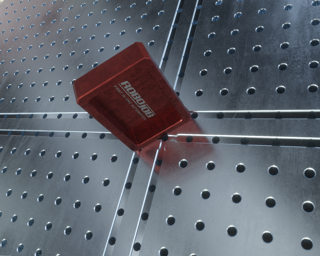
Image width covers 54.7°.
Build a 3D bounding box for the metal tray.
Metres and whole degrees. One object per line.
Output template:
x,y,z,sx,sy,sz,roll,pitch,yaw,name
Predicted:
-0.028,-0.030,0.372,0.090,0.130,0.030,-31,52,8,metal tray
